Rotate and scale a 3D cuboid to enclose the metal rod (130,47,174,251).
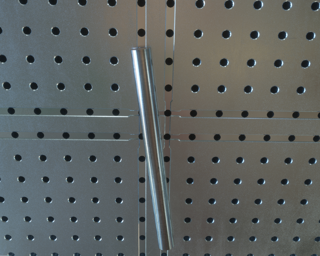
[{"bbox_3d":[-0.007,0.042,0.428,0.025,0.025,0.298,-6,110,2],"label":"metal rod"}]
